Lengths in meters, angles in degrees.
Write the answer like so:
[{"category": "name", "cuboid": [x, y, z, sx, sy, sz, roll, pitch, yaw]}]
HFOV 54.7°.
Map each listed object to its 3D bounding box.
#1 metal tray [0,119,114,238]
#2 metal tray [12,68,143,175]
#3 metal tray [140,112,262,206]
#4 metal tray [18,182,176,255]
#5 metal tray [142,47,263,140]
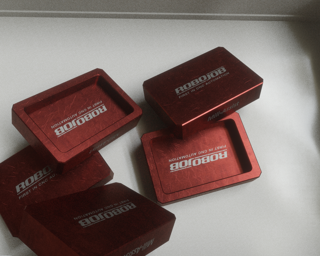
[{"category": "metal tray", "cuboid": [-0.136, 0.060, 0.383, 0.131, 0.030, 0.090, -35, 74, -12]}, {"category": "metal tray", "cuboid": [-0.097, -0.014, 0.380, 0.090, 0.030, 0.131, 46, 51, 11]}, {"category": "metal tray", "cuboid": [0.049, 0.038, 0.393, 0.131, 0.030, 0.090, -14, 71, -6]}, {"category": "metal tray", "cuboid": [-0.055, 0.097, 0.308, 0.090, 0.131, 0.030, 23, 104, 30]}, {"category": "metal tray", "cuboid": [0.055, -0.050, 0.406, 0.131, 0.030, 0.090, -28, 55, -16]}]
